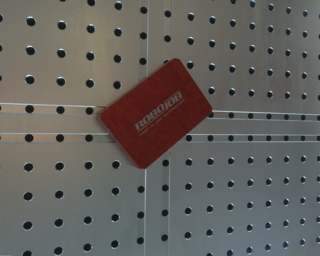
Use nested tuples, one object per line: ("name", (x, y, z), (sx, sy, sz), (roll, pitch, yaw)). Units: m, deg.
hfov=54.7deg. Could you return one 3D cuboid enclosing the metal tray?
("metal tray", (-0.005, -0.020, 0.409), (0.131, 0.030, 0.090), (-39, 103, -16))
